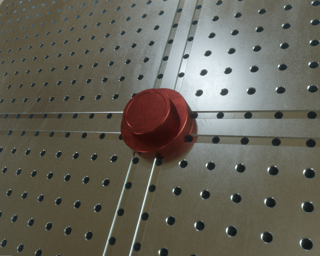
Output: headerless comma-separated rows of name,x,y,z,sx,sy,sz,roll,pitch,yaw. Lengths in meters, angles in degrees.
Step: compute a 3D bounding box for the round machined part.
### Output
round machined part,-0.010,-0.013,0.409,0.098,0.042,0.098,-13,56,20
